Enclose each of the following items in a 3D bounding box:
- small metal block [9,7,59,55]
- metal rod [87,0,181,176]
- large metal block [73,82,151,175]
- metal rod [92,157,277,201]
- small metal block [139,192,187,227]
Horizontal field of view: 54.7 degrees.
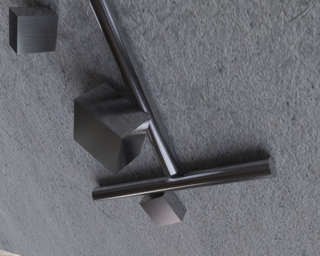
[{"bbox_3d":[-0.160,-0.124,0.393,0.025,0.050,0.050,45,133,28],"label":"small metal block"},{"bbox_3d":[-0.037,-0.070,0.381,0.025,0.025,0.299,-10,114,32],"label":"metal rod"},{"bbox_3d":[-0.066,0.002,0.406,0.080,0.050,0.079,38,141,17],"label":"large metal block"},{"bbox_3d":[0.013,0.080,0.447,0.300,0.025,0.025,-16,110,34],"label":"metal rod"},{"bbox_3d":[0.005,0.122,0.478,0.050,0.025,0.050,-26,105,37],"label":"small metal block"}]
